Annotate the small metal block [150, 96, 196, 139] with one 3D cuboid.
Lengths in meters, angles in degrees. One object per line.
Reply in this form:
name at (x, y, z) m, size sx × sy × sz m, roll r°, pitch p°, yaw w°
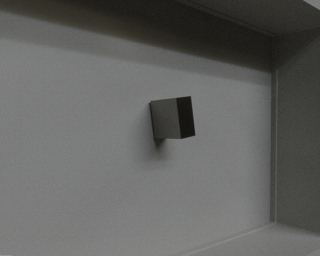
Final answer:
small metal block at (0.016, -0.013, 0.398) m, size 0.025 × 0.050 × 0.050 m, roll -11°, pitch 97°, yaw -39°
